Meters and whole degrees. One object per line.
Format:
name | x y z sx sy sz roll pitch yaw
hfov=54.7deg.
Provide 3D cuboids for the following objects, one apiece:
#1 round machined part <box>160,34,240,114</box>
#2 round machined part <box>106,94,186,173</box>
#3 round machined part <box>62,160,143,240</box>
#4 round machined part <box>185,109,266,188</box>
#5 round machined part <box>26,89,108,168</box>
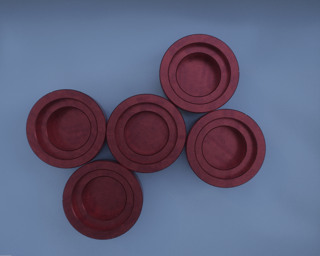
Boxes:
round machined part | 0.049 -0.067 0.401 0.099 0.042 0.097 0 90 0
round machined part | -0.017 0.007 0.399 0.099 0.042 0.097 0 90 0
round machined part | -0.070 0.088 0.399 0.099 0.042 0.097 0 90 0
round machined part | 0.081 0.025 0.401 0.099 0.042 0.097 0 90 0
round machined part | -0.115 0.001 0.400 0.099 0.042 0.097 0 90 0
